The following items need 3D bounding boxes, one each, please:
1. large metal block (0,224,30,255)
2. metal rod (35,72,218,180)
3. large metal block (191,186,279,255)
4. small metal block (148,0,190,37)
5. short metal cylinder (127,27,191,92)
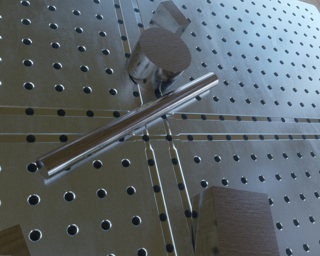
[{"bbox_3d":[-0.139,0.119,0.226,0.081,0.080,0.050,-17,71,-35],"label":"large metal block"},{"bbox_3d":[-0.018,-0.018,0.410,0.302,0.025,0.025,-30,79,-38],"label":"metal rod"},{"bbox_3d":[0.087,0.120,0.368,0.081,0.050,0.080,13,56,-22],"label":"large metal block"},{"bbox_3d":[0.014,-0.169,0.505,0.025,0.050,0.050,-29,78,-38],"label":"small metal block"},{"bbox_3d":[-0.002,-0.099,0.453,0.081,0.050,0.080,14,56,-21],"label":"short metal cylinder"}]
